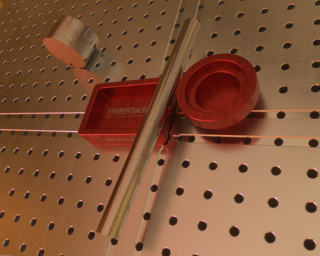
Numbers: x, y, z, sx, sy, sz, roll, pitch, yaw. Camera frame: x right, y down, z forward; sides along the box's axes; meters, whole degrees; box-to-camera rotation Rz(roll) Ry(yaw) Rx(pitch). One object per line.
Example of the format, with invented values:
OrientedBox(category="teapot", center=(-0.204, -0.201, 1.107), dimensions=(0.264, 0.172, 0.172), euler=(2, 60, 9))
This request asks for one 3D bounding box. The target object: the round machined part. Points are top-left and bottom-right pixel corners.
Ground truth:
OrientedBox(category="round machined part", center=(0.073, -0.041, 0.384), dimensions=(0.098, 0.042, 0.098), euler=(-13, 56, 21))

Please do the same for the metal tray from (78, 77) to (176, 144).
OrientedBox(category="metal tray", center=(-0.046, -0.024, 0.443), dimensions=(0.130, 0.030, 0.090), euler=(-1, 61, 27))

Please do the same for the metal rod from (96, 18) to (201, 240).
OrientedBox(category="metal rod", center=(-0.005, -0.016, 0.381), dimensions=(0.025, 0.025, 0.300), euler=(8, 64, 31))

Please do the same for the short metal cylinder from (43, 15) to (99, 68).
OrientedBox(category="short metal cylinder", center=(-0.156, -0.151, 0.548), dimensions=(0.080, 0.080, 0.050), euler=(13, 69, 33))
